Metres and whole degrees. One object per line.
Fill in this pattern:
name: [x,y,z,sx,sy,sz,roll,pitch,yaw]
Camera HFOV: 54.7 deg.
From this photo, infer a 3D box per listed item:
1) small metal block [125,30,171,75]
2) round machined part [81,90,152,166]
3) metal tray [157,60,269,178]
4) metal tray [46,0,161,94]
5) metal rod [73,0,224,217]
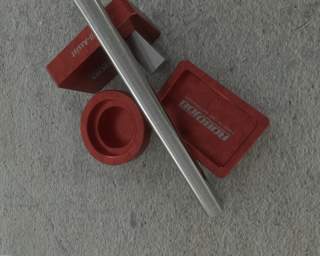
small metal block: [-0.015,-0.096,0.396,0.050,0.050,0.025,45,107,-1]
round machined part: [-0.054,-0.001,0.415,0.098,0.042,0.097,2,94,25]
metal tray: [0.056,-0.012,0.387,0.130,0.030,0.090,39,102,15]
metal tray: [-0.069,-0.100,0.398,0.130,0.090,0.030,-39,78,15]
metal rod: [-0.008,-0.021,0.355,0.025,0.025,0.299,-28,103,18]
